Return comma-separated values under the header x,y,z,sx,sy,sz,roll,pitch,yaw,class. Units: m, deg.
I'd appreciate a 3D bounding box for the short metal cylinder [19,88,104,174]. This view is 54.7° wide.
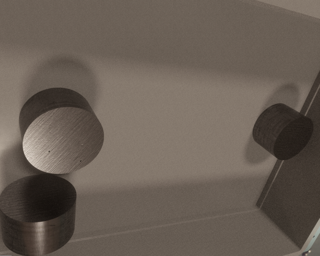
x,y,z,sx,sy,sz,roll,pitch,yaw,class
-0.107,0.003,0.336,0.081,0.050,0.079,-14,125,-21,short metal cylinder

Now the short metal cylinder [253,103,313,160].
x,y,z,sx,sy,sz,roll,pitch,yaw,class
0.201,0.006,0.509,0.081,0.050,0.079,-14,125,-21,short metal cylinder

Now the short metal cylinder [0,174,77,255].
x,y,z,sx,sy,sz,roll,pitch,yaw,class
-0.139,0.098,0.358,0.081,0.080,0.050,-4,120,-27,short metal cylinder
